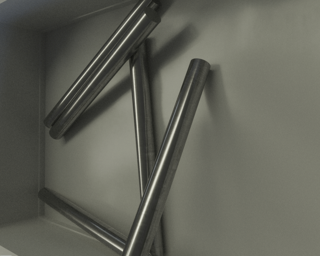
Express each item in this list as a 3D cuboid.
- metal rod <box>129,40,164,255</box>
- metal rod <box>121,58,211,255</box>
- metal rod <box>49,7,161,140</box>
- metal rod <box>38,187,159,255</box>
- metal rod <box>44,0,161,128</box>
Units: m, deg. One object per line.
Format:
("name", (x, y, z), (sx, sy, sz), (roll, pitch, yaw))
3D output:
("metal rod", (-0.020, 0.021, 0.421), (0.025, 0.025, 0.298), (-8, 85, 39))
("metal rod", (-0.001, 0.059, 0.325), (0.025, 0.025, 0.299), (6, 68, 39))
("metal rod", (-0.098, -0.062, 0.463), (0.299, 0.025, 0.025), (-39, 66, 40))
("metal rod", (-0.112, 0.145, 0.478), (0.300, 0.025, 0.025), (11, 97, 44))
("metal rod", (-0.105, -0.091, 0.490), (0.299, 0.025, 0.025), (-40, 66, 32))
